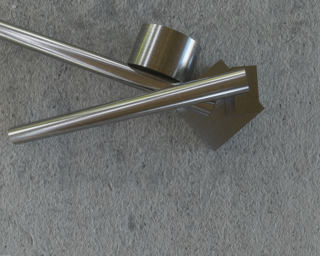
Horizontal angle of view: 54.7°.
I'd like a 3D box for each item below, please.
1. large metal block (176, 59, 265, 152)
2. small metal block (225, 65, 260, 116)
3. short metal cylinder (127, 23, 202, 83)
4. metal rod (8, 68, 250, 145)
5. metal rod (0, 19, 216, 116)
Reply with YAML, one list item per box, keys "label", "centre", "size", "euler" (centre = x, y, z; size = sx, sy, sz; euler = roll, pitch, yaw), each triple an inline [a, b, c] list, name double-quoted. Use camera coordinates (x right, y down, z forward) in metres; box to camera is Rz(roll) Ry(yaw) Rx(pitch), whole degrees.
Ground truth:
- label: "large metal block"
  centre: [0.070, -0.028, 0.398]
  size: [0.080, 0.050, 0.080]
  euler: [-41, 90, 1]
- label: "small metal block"
  centre: [0.090, -0.040, 0.347]
  size: [0.025, 0.050, 0.050]
  euler: [-4, 90, 0]
- label: "short metal cylinder"
  centre: [0.005, -0.087, 0.385]
  size: [0.080, 0.080, 0.050]
  euler: [21, 90, -1]
- label: "metal rod"
  centre: [-0.052, -0.019, 0.357]
  size: [0.301, 0.025, 0.025]
  euler: [-12, 90, 20]
- label: "metal rod"
  centre: [-0.076, -0.079, 0.381]
  size: [0.301, 0.025, 0.025]
  euler: [21, 90, 11]
